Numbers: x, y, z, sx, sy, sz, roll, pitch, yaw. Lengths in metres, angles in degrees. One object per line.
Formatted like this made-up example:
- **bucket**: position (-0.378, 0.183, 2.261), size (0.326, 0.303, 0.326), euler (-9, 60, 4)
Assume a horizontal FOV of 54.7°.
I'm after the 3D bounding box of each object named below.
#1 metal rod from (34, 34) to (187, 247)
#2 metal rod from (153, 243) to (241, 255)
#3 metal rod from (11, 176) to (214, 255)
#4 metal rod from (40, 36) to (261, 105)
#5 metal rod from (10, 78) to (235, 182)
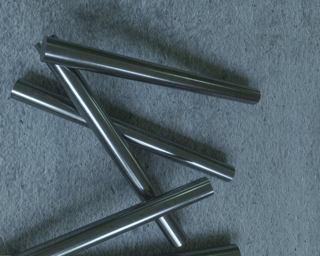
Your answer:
- **metal rod**: position (-0.047, 0.030, 0.370), size (0.025, 0.025, 0.299), euler (-37, 110, -16)
- **metal rod**: position (-0.032, 0.181, 0.397), size (0.302, 0.025, 0.025), euler (0, 90, -20)
- **metal rod**: position (-0.079, 0.123, 0.355), size (0.302, 0.025, 0.025), euler (-20, 97, -10)
- **metal rod**: position (0.014, -0.061, 0.378), size (0.302, 0.025, 0.025), euler (7, 88, -33)
- **metal rod**: position (-0.032, 0.010, 0.397), size (0.302, 0.025, 0.025), euler (23, 83, -19)
